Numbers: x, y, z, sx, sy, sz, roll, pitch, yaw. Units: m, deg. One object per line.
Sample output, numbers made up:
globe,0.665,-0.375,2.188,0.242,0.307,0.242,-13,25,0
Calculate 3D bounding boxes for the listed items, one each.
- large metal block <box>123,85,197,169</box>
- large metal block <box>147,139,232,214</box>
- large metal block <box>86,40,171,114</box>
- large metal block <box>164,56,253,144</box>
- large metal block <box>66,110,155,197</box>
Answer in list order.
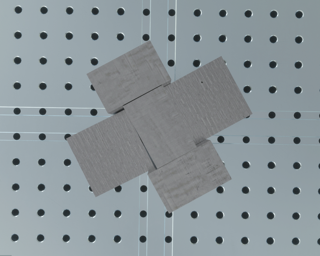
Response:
large metal block,0.000,-0.002,0.386,0.050,0.080,0.080,-29,90,0
large metal block,0.033,0.055,0.386,0.080,0.080,0.050,-29,90,-1
large metal block,-0.034,-0.057,0.385,0.080,0.080,0.050,-28,90,0
large metal block,0.058,-0.034,0.400,0.080,0.050,0.080,-29,92,0
large metal block,-0.060,0.031,0.401,0.080,0.050,0.080,-27,90,0
